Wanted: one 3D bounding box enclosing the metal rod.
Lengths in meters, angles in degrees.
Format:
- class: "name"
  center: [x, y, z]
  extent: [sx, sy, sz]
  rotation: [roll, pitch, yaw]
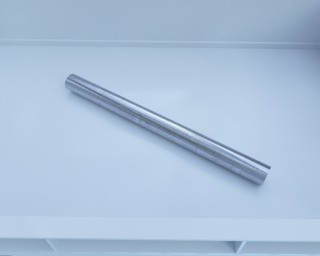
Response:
- class: "metal rod"
  center: [-0.004, -0.007, 0.408]
  extent: [0.301, 0.025, 0.025]
  rotation: [26, 55, 20]
